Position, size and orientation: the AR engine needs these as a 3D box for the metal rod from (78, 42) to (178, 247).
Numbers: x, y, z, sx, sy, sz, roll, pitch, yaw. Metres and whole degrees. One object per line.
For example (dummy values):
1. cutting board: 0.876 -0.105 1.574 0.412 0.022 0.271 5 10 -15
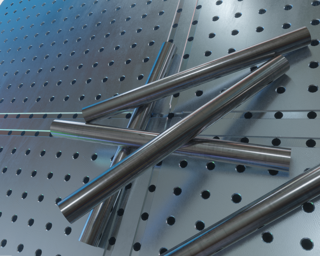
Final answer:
1. metal rod: -0.035 0.007 0.421 0.025 0.025 0.300 8 65 31

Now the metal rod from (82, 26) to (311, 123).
1. metal rod: 0.040 -0.065 0.403 0.301 0.025 0.025 -19 54 8

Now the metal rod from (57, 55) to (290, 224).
1. metal rod: 0.028 0.002 0.341 0.301 0.025 0.025 -34 50 -15

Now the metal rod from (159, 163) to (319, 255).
1. metal rod: 0.050 0.114 0.311 0.300 0.025 0.025 -32 52 6

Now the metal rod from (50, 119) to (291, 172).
1. metal rod: -0.005 0.017 0.374 0.301 0.025 0.025 7 65 22
